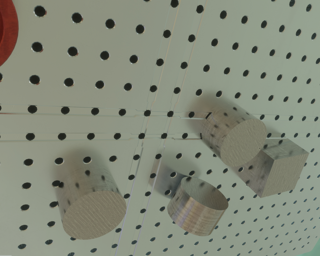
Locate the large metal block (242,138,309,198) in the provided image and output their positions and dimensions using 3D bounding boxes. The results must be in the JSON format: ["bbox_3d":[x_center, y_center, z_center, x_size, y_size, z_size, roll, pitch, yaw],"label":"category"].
[{"bbox_3d":[0.203,0.070,0.549,0.081,0.050,0.079,-7,121,-25],"label":"large metal block"}]

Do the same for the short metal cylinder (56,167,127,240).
[{"bbox_3d":[-0.091,0.098,0.406,0.081,0.050,0.079,-14,124,-21],"label":"short metal cylinder"}]

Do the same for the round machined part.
[{"bbox_3d":[-0.170,-0.089,0.245,0.099,0.042,0.097,-22,133,-25],"label":"round machined part"}]

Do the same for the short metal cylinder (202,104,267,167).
[{"bbox_3d":[0.110,0.010,0.461,0.081,0.050,0.079,-14,124,-21],"label":"short metal cylinder"}]

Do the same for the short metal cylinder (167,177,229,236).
[{"bbox_3d":[0.058,0.120,0.481,0.081,0.080,0.050,14,111,-34],"label":"short metal cylinder"}]
